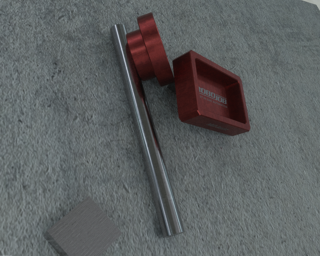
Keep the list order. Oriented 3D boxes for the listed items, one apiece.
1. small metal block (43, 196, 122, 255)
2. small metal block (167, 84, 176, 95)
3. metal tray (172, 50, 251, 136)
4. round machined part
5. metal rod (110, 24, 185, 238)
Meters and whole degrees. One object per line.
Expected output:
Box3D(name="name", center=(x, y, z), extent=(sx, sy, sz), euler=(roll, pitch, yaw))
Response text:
Box3D(name="small metal block", center=(-0.075, 0.104, 0.301), extent=(0.050, 0.025, 0.050), euler=(47, 51, 4))
Box3D(name="small metal block", center=(0.047, -0.067, 0.472), extent=(0.050, 0.025, 0.050), euler=(39, 51, -2))
Box3D(name="metal tray", center=(0.075, -0.044, 0.432), extent=(0.131, 0.030, 0.090), euler=(14, 64, -45))
Box3D(name="round machined part", center=(-0.015, -0.102, 0.423), extent=(0.042, 0.098, 0.098), euler=(-19, 67, 5))
Box3D(name="metal rod", center=(-0.023, -0.014, 0.400), extent=(0.025, 0.025, 0.299), euler=(-2, 63, -30))
